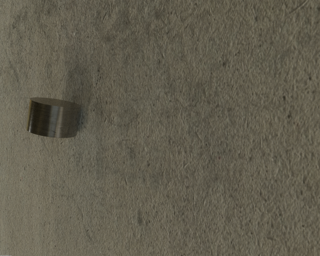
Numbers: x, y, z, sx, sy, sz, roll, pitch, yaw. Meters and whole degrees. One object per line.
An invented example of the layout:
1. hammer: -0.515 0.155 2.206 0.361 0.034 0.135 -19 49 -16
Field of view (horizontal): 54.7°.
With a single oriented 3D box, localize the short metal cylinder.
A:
1. short metal cylinder: -0.176 -0.018 0.515 0.080 0.081 0.050 19 102 38
